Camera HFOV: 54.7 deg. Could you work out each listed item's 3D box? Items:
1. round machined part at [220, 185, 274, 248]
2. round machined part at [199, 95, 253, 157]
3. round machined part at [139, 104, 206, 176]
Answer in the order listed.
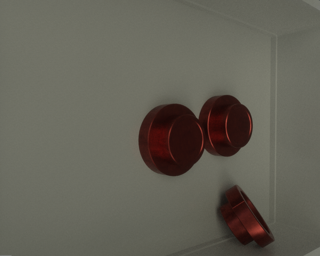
[{"bbox_3d":[0.130,0.141,0.481,0.042,0.098,0.098,-36,120,11],"label":"round machined part"},{"bbox_3d":[0.109,-0.004,0.486,0.099,0.042,0.097,0,90,-40],"label":"round machined part"},{"bbox_3d":[0.023,0.016,0.415,0.099,0.042,0.097,0,90,-40],"label":"round machined part"}]
